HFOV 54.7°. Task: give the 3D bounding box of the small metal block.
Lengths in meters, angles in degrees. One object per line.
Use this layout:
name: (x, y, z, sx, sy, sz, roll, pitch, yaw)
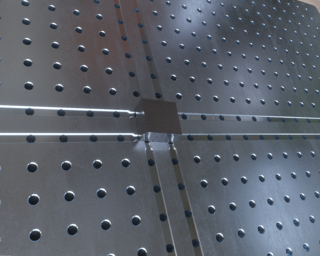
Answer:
small metal block: (-0.003, -0.009, 0.414, 0.050, 0.025, 0.050, 5, 60, -26)
